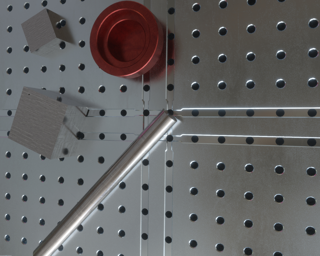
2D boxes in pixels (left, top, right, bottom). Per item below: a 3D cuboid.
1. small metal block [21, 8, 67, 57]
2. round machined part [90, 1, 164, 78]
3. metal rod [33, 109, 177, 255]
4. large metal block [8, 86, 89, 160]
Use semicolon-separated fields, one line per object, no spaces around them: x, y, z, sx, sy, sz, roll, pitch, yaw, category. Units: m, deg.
-0.178;-0.146;0.475;0.050;0.025;0.050;-24;82;18;small metal block
-0.041;-0.115;0.418;0.098;0.042;0.097;0;90;20;round machined part
-0.086;0.090;0.442;0.025;0.025;0.299;46;104;14;metal rod
-0.164;-0.008;0.457;0.080;0.050;0.080;22;97;18;large metal block
